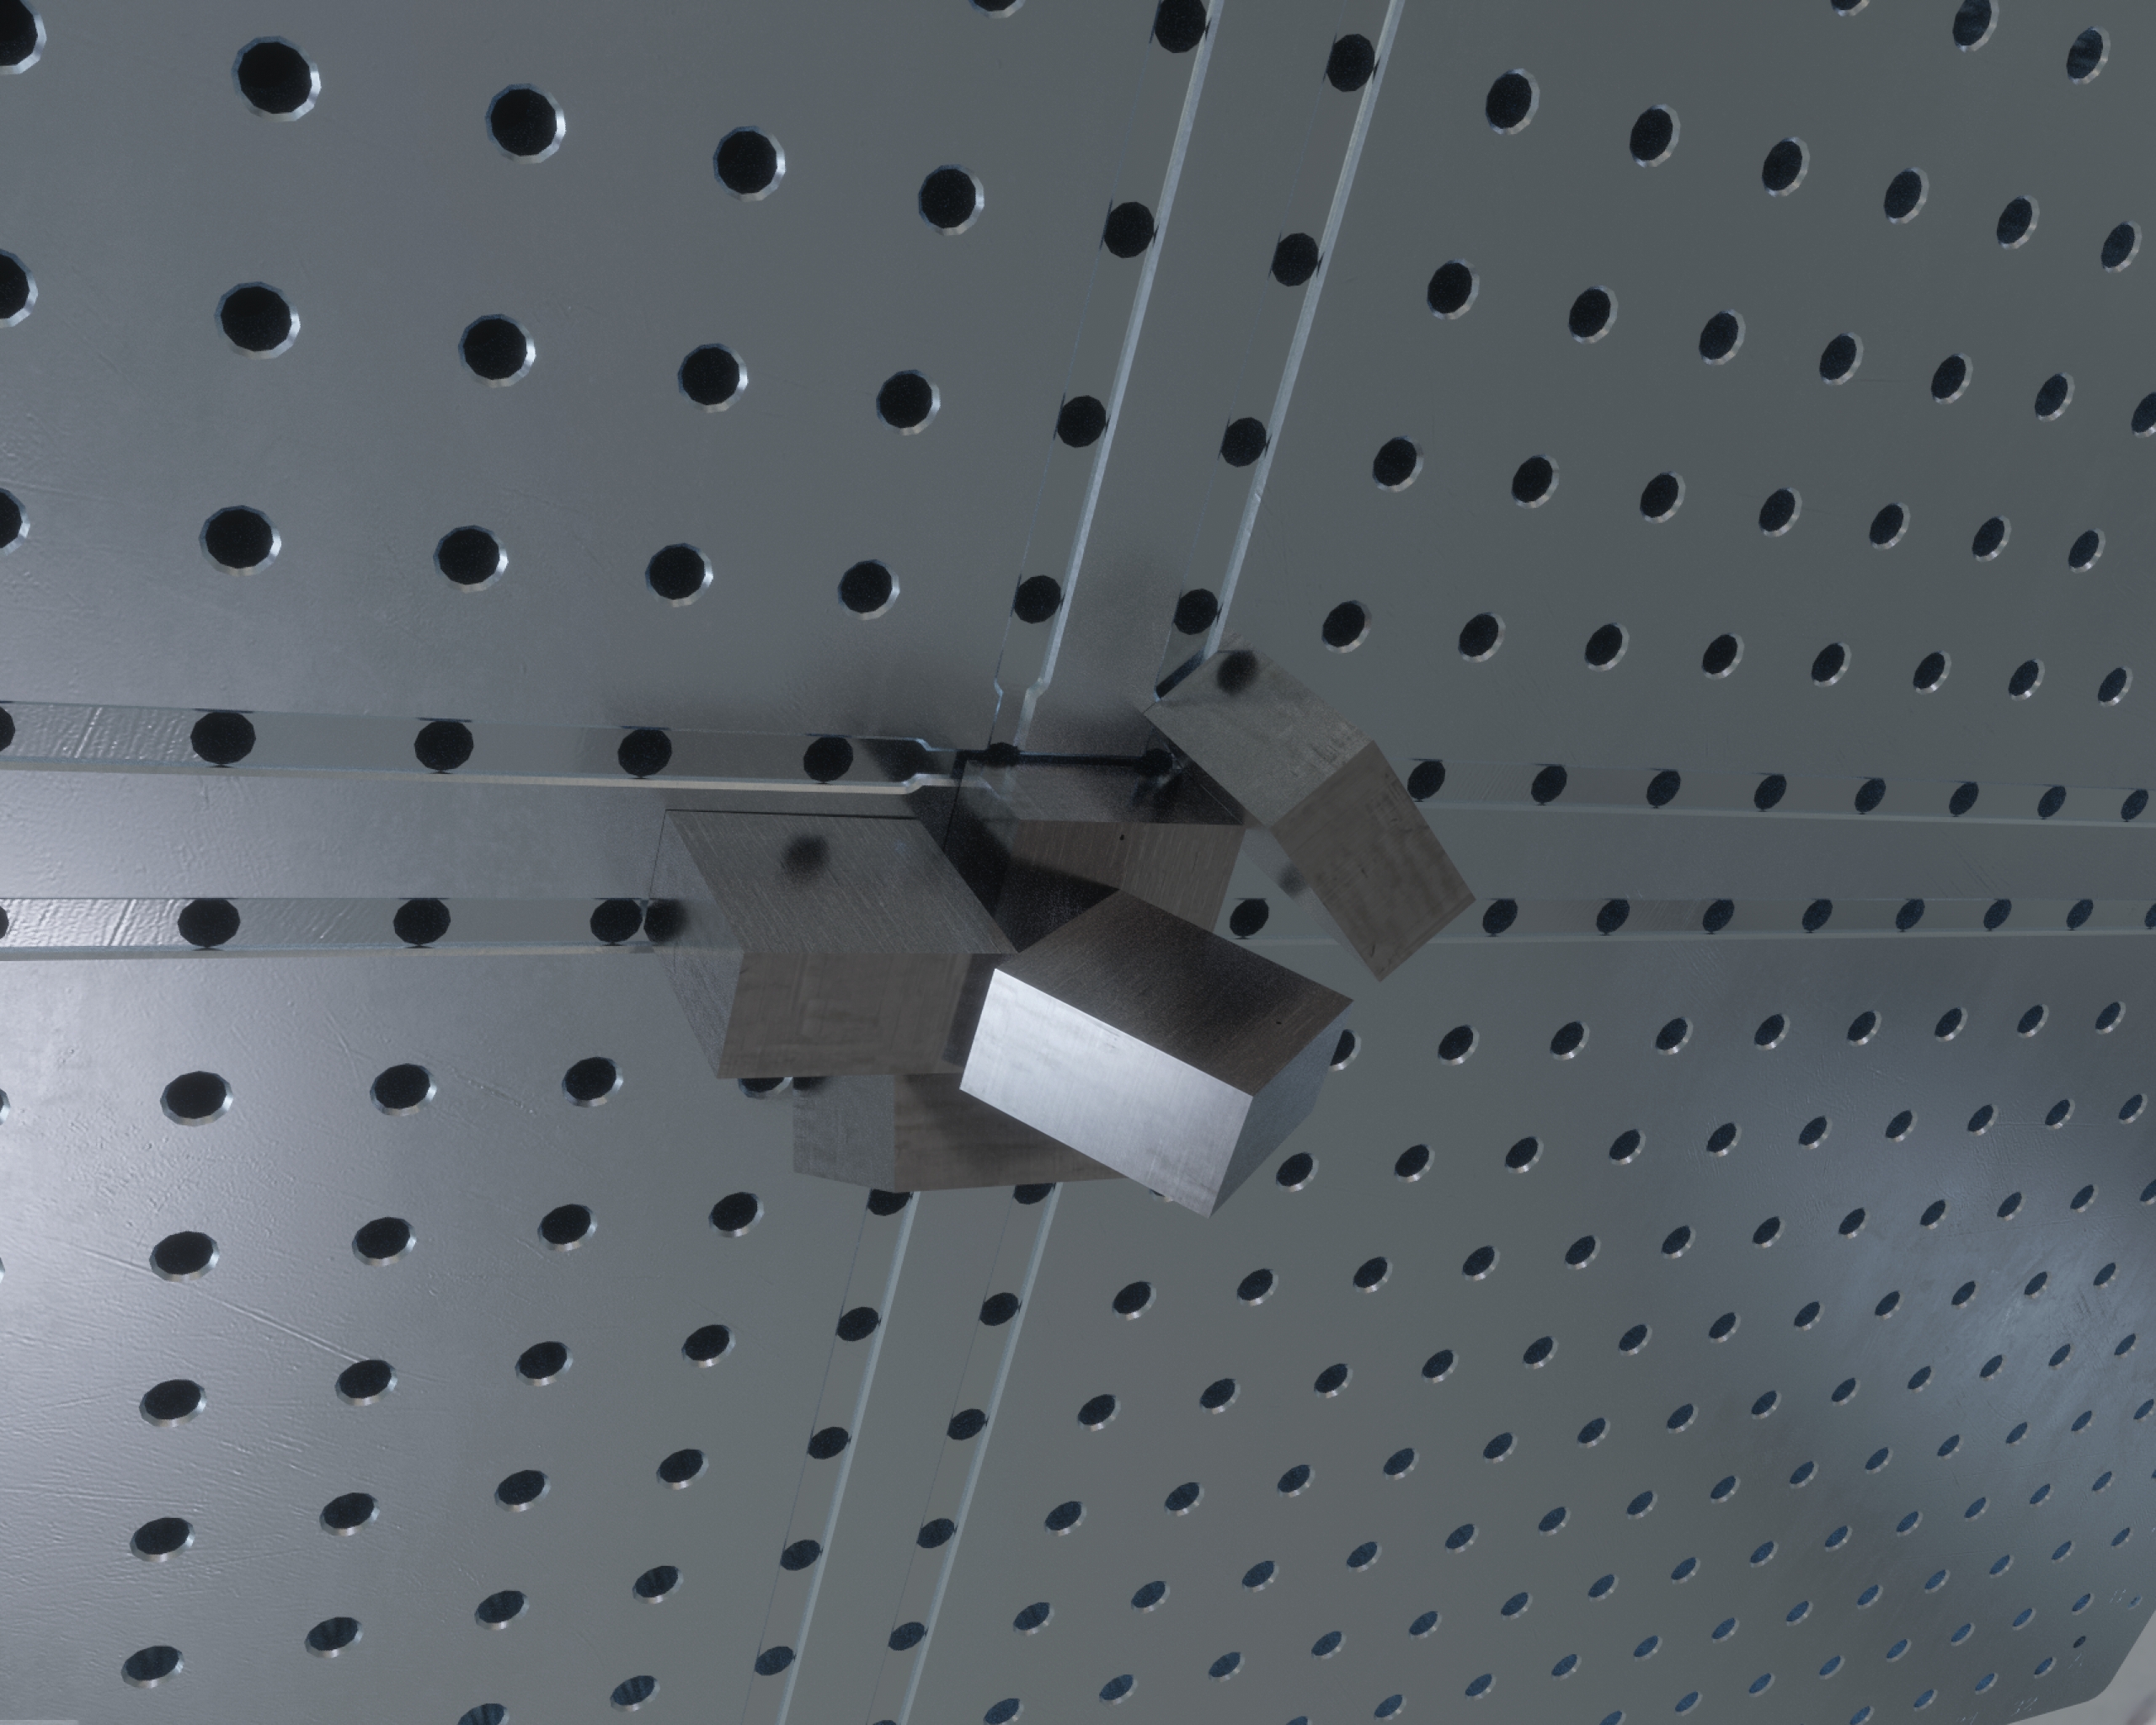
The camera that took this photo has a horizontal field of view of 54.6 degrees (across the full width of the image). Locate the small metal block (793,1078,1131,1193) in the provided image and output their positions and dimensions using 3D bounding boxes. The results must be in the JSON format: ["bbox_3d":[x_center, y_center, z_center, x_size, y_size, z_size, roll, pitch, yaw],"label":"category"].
[{"bbox_3d":[-0.023,0.049,0.409,0.050,0.050,0.025,1,86,-29],"label":"small metal block"}]

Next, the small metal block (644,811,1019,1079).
[{"bbox_3d":[-0.046,0.014,0.378,0.050,0.050,0.025,2,118,-29],"label":"small metal block"}]

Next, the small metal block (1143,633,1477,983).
[{"bbox_3d":[0.046,-0.011,0.412,0.025,0.050,0.050,-41,130,-1],"label":"small metal block"}]

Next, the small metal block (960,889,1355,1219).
[{"bbox_3d":[0.015,0.033,0.377,0.050,0.050,0.025,-31,142,-59],"label":"small metal block"}]

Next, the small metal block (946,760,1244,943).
[{"bbox_3d":[0.000,0.008,0.415,0.050,0.025,0.050,1,118,-30],"label":"small metal block"}]
